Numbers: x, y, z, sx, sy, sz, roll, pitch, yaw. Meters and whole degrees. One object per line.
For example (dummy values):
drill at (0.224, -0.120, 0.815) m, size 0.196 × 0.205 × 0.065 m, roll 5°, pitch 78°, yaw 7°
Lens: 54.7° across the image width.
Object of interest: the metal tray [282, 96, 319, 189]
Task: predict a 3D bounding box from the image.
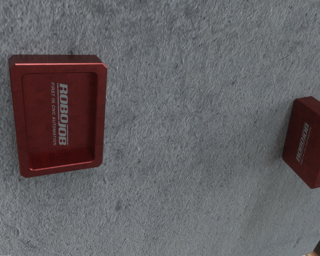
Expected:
metal tray at (0.251, 0.024, 0.513) m, size 0.030 × 0.090 × 0.129 m, roll -10°, pitch 124°, yaw -11°

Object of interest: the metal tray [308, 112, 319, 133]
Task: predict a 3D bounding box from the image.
metal tray at (0.344, -0.001, 0.549) m, size 0.131 × 0.090 × 0.030 m, roll -1°, pitch 109°, yaw -28°

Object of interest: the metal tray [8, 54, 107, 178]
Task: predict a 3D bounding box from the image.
metal tray at (-0.108, -0.012, 0.336) m, size 0.091 × 0.030 × 0.129 m, roll -6°, pitch 121°, yaw -25°
